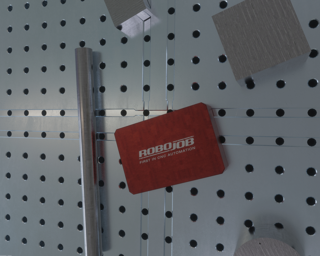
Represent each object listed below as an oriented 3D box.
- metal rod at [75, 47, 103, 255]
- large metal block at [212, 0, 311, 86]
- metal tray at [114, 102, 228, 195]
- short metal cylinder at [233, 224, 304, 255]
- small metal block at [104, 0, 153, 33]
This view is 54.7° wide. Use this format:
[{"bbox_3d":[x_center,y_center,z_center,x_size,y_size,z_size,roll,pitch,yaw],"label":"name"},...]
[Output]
[{"bbox_3d":[-0.103,0.035,0.448,0.025,0.025,0.298,-4,89,20],"label":"metal rod"},{"bbox_3d":[0.116,-0.103,0.358,0.080,0.050,0.080,-21,83,18],"label":"large metal block"},{"bbox_3d":[0.013,0.028,0.405,0.130,0.030,0.090,-17,84,19],"label":"metal tray"},{"bbox_3d":[0.125,0.157,0.355,0.080,0.050,0.079,0,90,20],"label":"short metal cylinder"},{"bbox_3d":[-0.044,-0.170,0.428,0.050,0.025,0.050,-25,82,18],"label":"small metal block"}]
